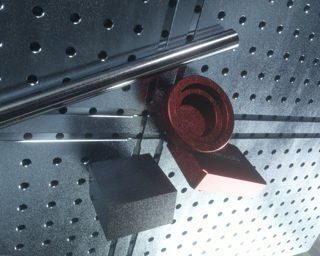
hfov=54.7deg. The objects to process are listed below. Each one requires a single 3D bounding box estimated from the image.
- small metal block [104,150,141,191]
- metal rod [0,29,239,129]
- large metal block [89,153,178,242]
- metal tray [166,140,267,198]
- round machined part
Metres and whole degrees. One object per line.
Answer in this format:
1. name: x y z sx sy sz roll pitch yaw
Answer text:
1. small metal block: -0.055 0.066 0.423 0.050 0.025 0.050 -45 130 3
2. metal rod: -0.042 -0.060 0.352 0.302 0.025 0.025 -22 127 -16
3. large metal block: -0.036 0.079 0.374 0.081 0.080 0.050 -8 122 -25
4. metal tray: 0.082 0.052 0.445 0.131 0.090 0.030 16 119 -35
5. round machined part: 0.043 -0.014 0.396 0.099 0.042 0.098 8 74 -27
